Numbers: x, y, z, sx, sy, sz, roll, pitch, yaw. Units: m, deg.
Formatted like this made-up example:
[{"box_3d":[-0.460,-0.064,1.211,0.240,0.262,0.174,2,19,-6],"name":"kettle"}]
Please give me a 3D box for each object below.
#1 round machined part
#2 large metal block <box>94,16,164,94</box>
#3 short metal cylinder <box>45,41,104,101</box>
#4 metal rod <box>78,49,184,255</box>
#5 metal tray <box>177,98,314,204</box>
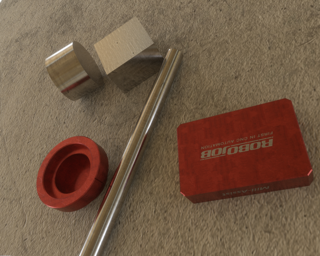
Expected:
[{"box_3d":[-0.109,0.063,0.410,0.098,0.042,0.098,-13,56,20],"name":"round machined part"},{"box_3d":[-0.046,-0.113,0.480,0.080,0.050,0.080,-33,52,6],"name":"large metal block"},{"box_3d":[-0.134,-0.090,0.492,0.050,0.080,0.080,-28,52,10],"name":"short metal cylinder"},{"box_3d":[-0.029,0.021,0.404,0.025,0.025,0.300,9,66,31],"name":"metal rod"},{"box_3d":[0.086,0.026,0.339,0.130,0.030,0.090,-14,56,19],"name":"metal tray"}]
